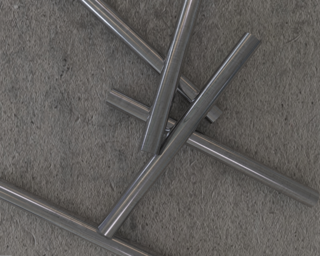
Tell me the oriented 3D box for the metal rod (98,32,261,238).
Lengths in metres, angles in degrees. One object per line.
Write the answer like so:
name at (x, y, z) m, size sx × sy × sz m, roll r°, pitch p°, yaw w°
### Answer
metal rod at (0.021, 0.011, 0.384) m, size 0.025 × 0.025 × 0.299 m, roll 37°, pitch 94°, yaw 0°

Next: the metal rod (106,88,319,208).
metal rod at (0.069, 0.026, 0.410) m, size 0.301 × 0.025 × 0.025 m, roll 27°, pitch 90°, yaw 0°

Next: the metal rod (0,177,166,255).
metal rod at (-0.089, 0.138, 0.409) m, size 0.301 × 0.025 × 0.025 m, roll 26°, pitch 90°, yaw 0°

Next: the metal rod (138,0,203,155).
metal rod at (0.027, -0.113, 0.389) m, size 0.025 × 0.025 × 0.299 m, roll 16°, pitch 82°, yaw 0°

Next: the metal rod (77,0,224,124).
metal rod at (-0.035, -0.116, 0.409) m, size 0.300 × 0.025 × 0.025 m, roll 43°, pitch 90°, yaw 0°
